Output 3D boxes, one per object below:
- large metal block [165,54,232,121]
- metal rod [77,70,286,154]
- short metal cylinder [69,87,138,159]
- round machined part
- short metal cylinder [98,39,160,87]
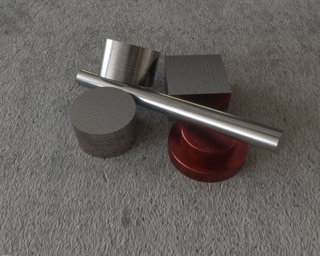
[{"bbox_3d":[0.049,-0.058,0.435,0.081,0.050,0.080,-2,50,-2],"label":"large metal block"},{"bbox_3d":[0.002,-0.031,0.387,0.300,0.025,0.025,21,52,33],"label":"metal rod"},{"bbox_3d":[-0.069,-0.007,0.395,0.081,0.050,0.080,0,50,0],"label":"short metal cylinder"},{"bbox_3d":[0.059,0.014,0.381,0.099,0.042,0.098,0,50,0],"label":"round machined part"},{"bbox_3d":[-0.044,-0.092,0.441,0.080,0.050,0.080,13,12,-3],"label":"short metal cylinder"}]
